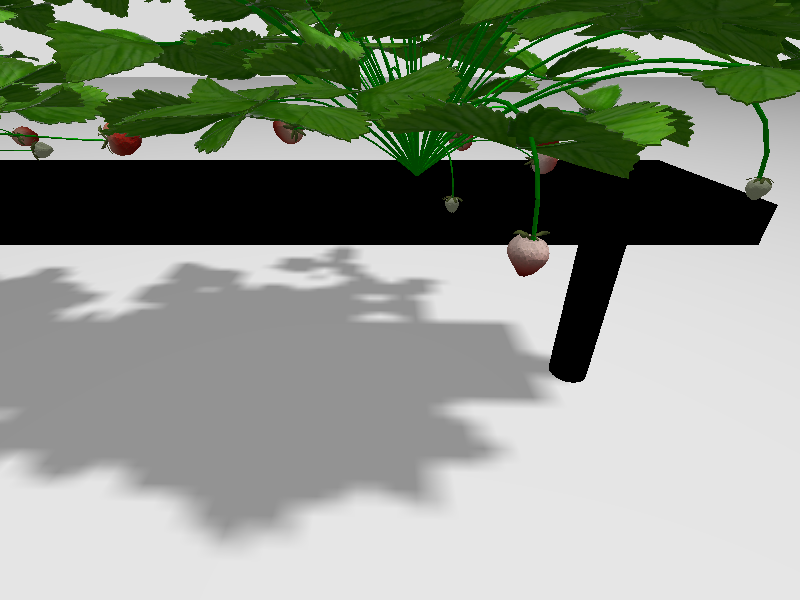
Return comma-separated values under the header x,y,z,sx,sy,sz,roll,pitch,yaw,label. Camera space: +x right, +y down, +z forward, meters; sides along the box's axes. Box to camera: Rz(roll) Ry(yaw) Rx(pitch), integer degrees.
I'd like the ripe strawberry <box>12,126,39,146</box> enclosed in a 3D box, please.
x,y,z,sx,sy,sz,roll,pitch,yaw,label
-0.427,-0.187,0.457,0.024,0.021,0.024,2,25,3,ripe strawberry

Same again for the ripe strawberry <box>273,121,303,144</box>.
x,y,z,sx,sy,sz,roll,pitch,yaw,label
-0.136,-0.208,0.480,0.036,0.038,0.039,-24,38,-35,ripe strawberry

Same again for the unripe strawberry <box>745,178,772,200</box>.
x,y,z,sx,sy,sz,roll,pitch,yaw,label
0.201,-0.062,0.226,0.011,0.011,0.011,19,35,28,unripe strawberry

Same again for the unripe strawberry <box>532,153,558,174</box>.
x,y,z,sx,sy,sz,roll,pitch,yaw,label
0.126,-0.121,0.349,0.021,0.021,0.020,3,30,-9,unripe strawberry

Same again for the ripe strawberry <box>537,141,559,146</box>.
x,y,z,sx,sy,sz,roll,pitch,yaw,label
0.160,-0.179,0.436,0.034,0.029,0.034,4,20,-44,ripe strawberry

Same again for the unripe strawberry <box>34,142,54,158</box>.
x,y,z,sx,sy,sz,roll,pitch,yaw,label
-0.359,-0.151,0.403,0.016,0.016,0.017,-26,39,-37,unripe strawberry

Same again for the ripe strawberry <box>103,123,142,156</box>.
x,y,z,sx,sy,sz,roll,pitch,yaw,label
-0.283,-0.165,0.410,0.032,0.033,0.029,-16,34,-26,ripe strawberry

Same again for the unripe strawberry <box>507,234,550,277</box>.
x,y,z,sx,sy,sz,roll,pitch,yaw,label
0.057,-0.019,0.180,0.018,0.019,0.019,-7,31,-11,unripe strawberry

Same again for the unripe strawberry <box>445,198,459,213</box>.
x,y,z,sx,sy,sz,roll,pitch,yaw,label
0.032,-0.059,0.249,0.009,0.010,0.010,-5,31,-8,unripe strawberry

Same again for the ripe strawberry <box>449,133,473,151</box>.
x,y,z,sx,sy,sz,roll,pitch,yaw,label
0.069,-0.182,0.445,0.028,0.029,0.030,12,32,20,ripe strawberry
